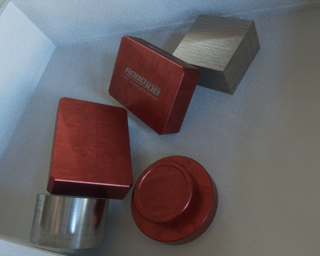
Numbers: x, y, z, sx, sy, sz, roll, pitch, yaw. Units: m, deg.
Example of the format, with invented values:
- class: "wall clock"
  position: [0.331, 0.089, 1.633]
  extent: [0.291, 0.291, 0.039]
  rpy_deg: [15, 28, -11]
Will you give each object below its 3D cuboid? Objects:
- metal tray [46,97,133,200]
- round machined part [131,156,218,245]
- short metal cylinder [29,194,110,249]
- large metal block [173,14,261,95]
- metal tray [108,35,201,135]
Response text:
- class: "metal tray"
  position: [-0.085, 0.022, 0.385]
  extent: [0.130, 0.091, 0.030]
  rpy_deg: [-100, 29, -42]
- class: "round machined part"
  position: [0.010, 0.075, 0.342]
  extent: [0.098, 0.042, 0.098]
  rpy_deg: [-13, 56, 20]
- class: "short metal cylinder"
  position: [-0.101, 0.103, 0.352]
  extent: [0.080, 0.080, 0.050]
  rpy_deg: [-1, 77, 27]
- class: "large metal block"
  position: [0.074, -0.099, 0.411]
  extent: [0.080, 0.050, 0.080]
  rpy_deg: [23, 74, 36]
- class: "metal tray"
  position: [-0.014, -0.060, 0.414]
  extent: [0.130, 0.030, 0.089]
  rpy_deg: [38, 120, 38]
